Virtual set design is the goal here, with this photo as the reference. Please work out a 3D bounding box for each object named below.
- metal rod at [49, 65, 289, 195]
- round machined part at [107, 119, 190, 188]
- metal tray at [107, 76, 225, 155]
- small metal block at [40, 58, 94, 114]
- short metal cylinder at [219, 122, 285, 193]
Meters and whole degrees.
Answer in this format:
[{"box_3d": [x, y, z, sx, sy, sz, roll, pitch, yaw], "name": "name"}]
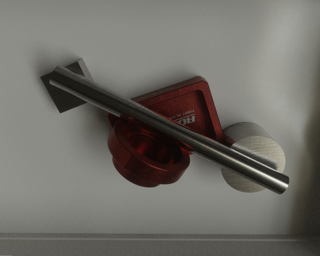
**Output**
[{"box_3d": [0.014, 0.004, 0.368, 0.301, 0.025, 0.025, 26, 108, -3], "name": "metal rod"}, {"box_3d": [-0.017, 0.032, 0.369, 0.098, 0.098, 0.042, 26, 116, -10], "name": "round machined part"}, {"box_3d": [0.009, -0.004, 0.405, 0.131, 0.030, 0.090, -18, 109, 6], "name": "metal tray"}, {"box_3d": [-0.111, -0.053, 0.388, 0.050, 0.025, 0.050, -21, 109, 7], "name": "small metal block"}, {"box_3d": [0.117, 0.038, 0.412, 0.081, 0.050, 0.079, 0, 110, -1], "name": "short metal cylinder"}]
